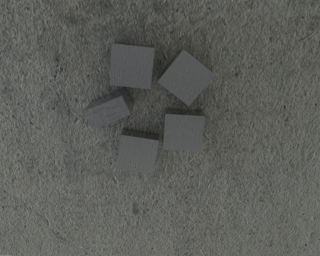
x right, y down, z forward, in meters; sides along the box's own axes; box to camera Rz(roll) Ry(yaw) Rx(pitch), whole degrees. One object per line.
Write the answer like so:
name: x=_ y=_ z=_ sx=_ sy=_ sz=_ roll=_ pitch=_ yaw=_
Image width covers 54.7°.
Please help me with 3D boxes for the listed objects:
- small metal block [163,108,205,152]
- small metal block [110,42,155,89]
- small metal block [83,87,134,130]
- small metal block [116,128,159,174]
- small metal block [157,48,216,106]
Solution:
small metal block: x=0.030 y=0.003 z=0.411 sx=0.050 sy=0.025 sz=0.050 roll=3 pitch=110 yaw=-2
small metal block: x=-0.034 y=-0.077 z=0.381 sx=0.050 sy=0.025 sz=0.050 roll=5 pitch=110 yaw=-2
small metal block: x=-0.062 y=-0.026 z=0.386 sx=0.050 sy=0.050 sz=0.025 roll=-22 pitch=109 yaw=7
small metal block: x=-0.030 y=0.031 z=0.421 sx=0.050 sy=0.025 sz=0.050 roll=9 pitch=110 yaw=-4
small metal block: x=0.032 y=-0.064 z=0.386 sx=0.050 sy=0.025 sz=0.050 roll=36 pitch=106 yaw=-13
